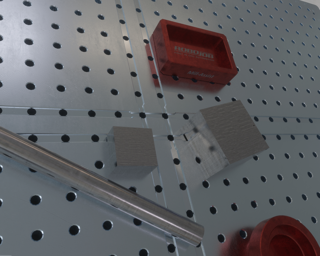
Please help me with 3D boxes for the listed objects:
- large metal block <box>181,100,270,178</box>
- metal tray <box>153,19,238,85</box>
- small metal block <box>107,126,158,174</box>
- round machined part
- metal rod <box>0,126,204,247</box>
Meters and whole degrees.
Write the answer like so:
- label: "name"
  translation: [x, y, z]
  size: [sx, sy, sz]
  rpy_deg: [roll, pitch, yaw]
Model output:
- label: "large metal block"
  translation: [0.090, 0.013, 0.433]
  size: [0.081, 0.050, 0.080]
  rpy_deg: [-15, 70, -34]
- label: "metal tray"
  translation: [0.059, -0.124, 0.512]
  size: [0.131, 0.030, 0.090]
  rpy_deg: [5, 60, -26]
- label: "small metal block"
  translation: [-0.034, 0.027, 0.374]
  size: [0.050, 0.025, 0.050]
  rpy_deg: [4, 60, -26]
- label: "round machined part"
  translation: [0.149, 0.161, 0.379]
  size: [0.099, 0.042, 0.098]
  rpy_deg: [14, 56, -21]
- label: "metal rod"
  translation: [-0.086, 0.053, 0.329]
  size: [0.301, 0.025, 0.025]
  rpy_deg: [29, 52, -10]
